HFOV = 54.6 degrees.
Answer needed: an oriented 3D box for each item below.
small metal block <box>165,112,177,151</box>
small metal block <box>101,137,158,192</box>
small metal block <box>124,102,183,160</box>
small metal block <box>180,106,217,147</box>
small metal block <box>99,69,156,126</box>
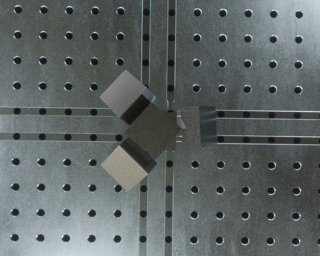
[{"bbox_3d":[-0.004,0.003,0.413,0.050,0.025,0.050,2,93,0],"label":"small metal block"},{"bbox_3d":[-0.040,0.047,0.400,0.050,0.025,0.050,45,127,0],"label":"small metal block"},{"bbox_3d":[-0.008,0.004,0.388,0.050,0.025,0.050,41,89,-1],"label":"small metal block"},{"bbox_3d":[0.051,-0.002,0.398,0.025,0.050,0.050,-3,90,33],"label":"small metal block"},{"bbox_3d":[-0.042,-0.040,0.401,0.050,0.025,0.050,-47,54,0],"label":"small metal block"}]
